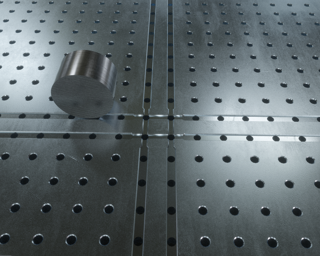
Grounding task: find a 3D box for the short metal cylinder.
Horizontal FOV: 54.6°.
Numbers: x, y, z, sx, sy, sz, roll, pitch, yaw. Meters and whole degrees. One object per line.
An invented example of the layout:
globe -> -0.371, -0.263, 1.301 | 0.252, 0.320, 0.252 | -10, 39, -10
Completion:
short metal cylinder -> -0.100, -0.058, 0.420 | 0.080, 0.080, 0.050 | 1, 50, 1
